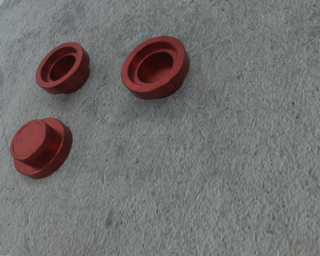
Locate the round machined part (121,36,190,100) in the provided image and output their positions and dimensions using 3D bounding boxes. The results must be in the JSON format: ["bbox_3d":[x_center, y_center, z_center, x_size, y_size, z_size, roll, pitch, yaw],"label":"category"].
[{"bbox_3d":[-0.003,-0.081,0.444,0.098,0.042,0.098,-13,56,21],"label":"round machined part"}]

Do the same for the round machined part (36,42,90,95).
[{"bbox_3d":[-0.163,-0.098,0.539,0.098,0.042,0.098,-13,56,21],"label":"round machined part"}]

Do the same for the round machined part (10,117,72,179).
[{"bbox_3d":[-0.188,0.026,0.477,0.098,0.042,0.098,-13,56,21],"label":"round machined part"}]
